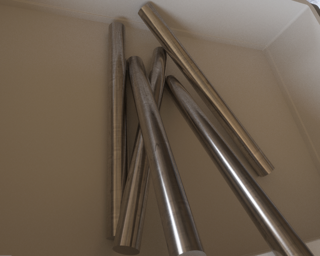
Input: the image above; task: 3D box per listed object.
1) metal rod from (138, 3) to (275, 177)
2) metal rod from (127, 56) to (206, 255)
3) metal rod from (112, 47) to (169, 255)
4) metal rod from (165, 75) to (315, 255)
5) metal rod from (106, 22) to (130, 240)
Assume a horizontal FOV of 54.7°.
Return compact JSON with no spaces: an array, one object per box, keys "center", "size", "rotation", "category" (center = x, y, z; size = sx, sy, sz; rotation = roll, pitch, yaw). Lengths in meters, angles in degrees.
[{"center":[0.067,-0.056,0.454],"size":[0.025,0.025,0.299],"rotation":[-35,88,-38],"category":"metal rod"},{"center":[-0.008,0.000,0.329],"size":[0.025,0.025,0.300],"rotation":[12,34,-22],"category":"metal rod"},{"center":[-0.015,-0.001,0.379],"size":[0.025,0.025,0.300],"rotation":[22,48,-15],"category":"metal rod"},{"center":[0.062,0.020,0.345],"size":[0.025,0.025,0.300],"rotation":[5,34,-26],"category":"metal rod"},{"center":[-0.053,-0.018,0.388],"size":[0.025,0.025,0.299],"rotation":[9,58,-23],"category":"metal rod"}]
